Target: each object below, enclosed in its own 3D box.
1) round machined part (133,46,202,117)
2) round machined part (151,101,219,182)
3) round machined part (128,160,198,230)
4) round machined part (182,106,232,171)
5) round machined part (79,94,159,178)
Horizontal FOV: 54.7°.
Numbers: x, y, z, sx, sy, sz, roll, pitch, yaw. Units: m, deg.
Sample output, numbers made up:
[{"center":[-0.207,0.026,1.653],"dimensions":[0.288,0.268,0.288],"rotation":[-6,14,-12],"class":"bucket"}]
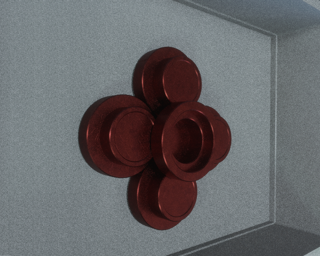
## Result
[{"center":[0.017,-0.058,0.405],"dimensions":[0.099,0.042,0.097],"rotation":[0,90,-40],"class":"round machined part"},{"center":[0.027,0.016,0.388],"dimensions":[0.099,0.042,0.097],"rotation":[0,90,-40],"class":"round machined part"},{"center":[0.010,0.083,0.402],"dimensions":[0.099,0.042,0.097],"rotation":[2,87,-41],"class":"round machined part"},{"center":[0.066,0.016,0.448],"dimensions":[0.099,0.042,0.097],"rotation":[0,90,-40],"class":"round machined part"},{"center":[-0.039,0.010,0.359],"dimensions":[0.099,0.042,0.097],"rotation":[0,90,-40],"class":"round machined part"}]
